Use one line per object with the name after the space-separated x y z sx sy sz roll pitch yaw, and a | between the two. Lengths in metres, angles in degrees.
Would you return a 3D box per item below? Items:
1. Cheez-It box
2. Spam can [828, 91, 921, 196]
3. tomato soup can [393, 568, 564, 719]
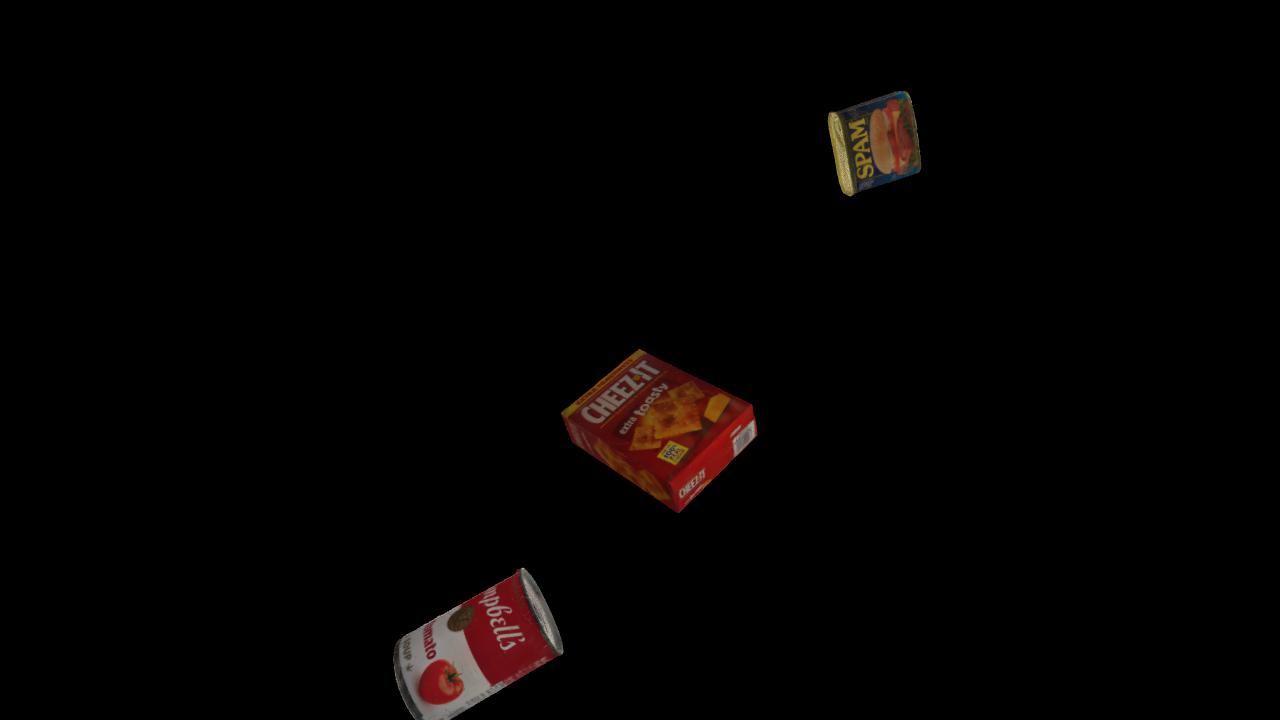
0.024 0.088 0.852 0.166 0.071 0.223 -38 43 -26 | Cheez-It box
0.282 -0.260 0.741 0.085 0.101 0.058 -16 22 7 | Spam can
-0.115 0.206 0.444 0.101 0.068 0.068 -28 5 -9 | tomato soup can
